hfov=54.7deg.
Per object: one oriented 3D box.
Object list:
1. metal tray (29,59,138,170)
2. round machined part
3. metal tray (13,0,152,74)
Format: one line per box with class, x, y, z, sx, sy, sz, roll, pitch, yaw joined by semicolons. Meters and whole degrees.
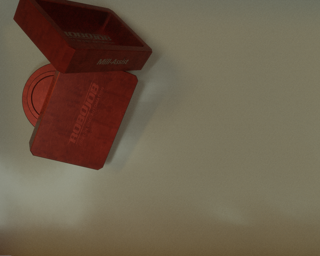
metal tray;-0.093;-0.020;0.380;0.091;0.030;0.129;19;98;-29
round machined part;-0.130;-0.037;0.401;0.099;0.042;0.097;0;90;-1
metal tray;-0.079;-0.104;0.349;0.090;0.131;0.030;47;122;17
